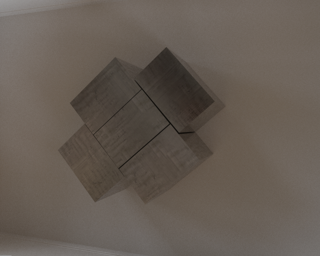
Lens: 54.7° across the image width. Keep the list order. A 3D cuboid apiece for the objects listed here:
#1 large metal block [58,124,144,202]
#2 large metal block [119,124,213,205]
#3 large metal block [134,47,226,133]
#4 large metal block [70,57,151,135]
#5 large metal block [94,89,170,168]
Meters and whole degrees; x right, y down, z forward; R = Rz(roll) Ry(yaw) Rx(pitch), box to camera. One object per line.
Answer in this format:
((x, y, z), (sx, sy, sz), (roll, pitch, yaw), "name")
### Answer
((-0.070, 0.041, 0.404), (0.050, 0.080, 0.080), (-42, 77, 15), "large metal block")
((0.011, 0.040, 0.376), (0.080, 0.080, 0.050), (-42, 77, 15), "large metal block")
((0.027, -0.042, 0.370), (0.050, 0.080, 0.080), (-42, 77, 15), "large metal block")
((-0.051, -0.037, 0.397), (0.080, 0.080, 0.050), (-42, 77, 15), "large metal block")
((-0.020, 0.001, 0.387), (0.080, 0.080, 0.050), (-42, 77, 15), "large metal block")
